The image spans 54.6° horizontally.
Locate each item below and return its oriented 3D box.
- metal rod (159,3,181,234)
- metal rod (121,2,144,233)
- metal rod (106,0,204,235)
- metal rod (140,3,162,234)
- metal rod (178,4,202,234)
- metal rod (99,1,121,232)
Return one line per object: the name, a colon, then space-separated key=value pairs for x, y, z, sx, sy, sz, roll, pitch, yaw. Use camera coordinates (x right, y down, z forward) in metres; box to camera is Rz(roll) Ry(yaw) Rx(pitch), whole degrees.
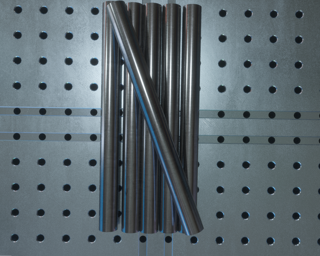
metal rod: x=0.013 y=-0.012 z=0.414 sx=0.025 sy=0.025 sz=0.298 roll=1 pitch=90 yaw=0
metal rod: x=-0.037 y=-0.013 z=0.412 sx=0.025 sy=0.025 sz=0.298 roll=1 pitch=90 yaw=0
metal rod: x=-0.006 y=-0.012 z=0.388 sx=0.025 sy=0.025 sz=0.299 roll=-19 pitch=90 yaw=0
metal rod: x=-0.012 y=-0.013 z=0.412 sx=0.025 sy=0.025 sz=0.298 roll=1 pitch=90 yaw=0
metal rod: x=0.040 y=-0.012 z=0.414 sx=0.025 sy=0.025 sz=0.298 roll=1 pitch=90 yaw=0
metal rod: x=-0.066 y=-0.015 z=0.412 sx=0.025 sy=0.025 sz=0.298 roll=1 pitch=90 yaw=0
